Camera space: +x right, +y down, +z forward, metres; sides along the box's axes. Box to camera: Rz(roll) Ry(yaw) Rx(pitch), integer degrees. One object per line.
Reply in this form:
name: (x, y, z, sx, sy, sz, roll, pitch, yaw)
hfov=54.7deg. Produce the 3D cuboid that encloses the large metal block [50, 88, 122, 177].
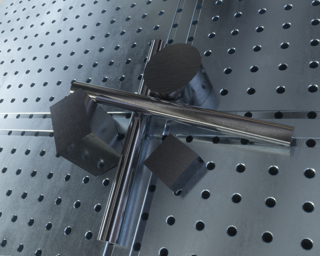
large metal block: (-0.096, 0.007, 0.416, 0.050, 0.080, 0.080, -31, 52, 8)

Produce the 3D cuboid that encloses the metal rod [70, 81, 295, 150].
metal rod: (0.008, -0.023, 0.392, 0.301, 0.025, 0.025, 14, 69, 25)

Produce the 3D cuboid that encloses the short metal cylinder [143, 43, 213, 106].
short metal cylinder: (0.025, -0.067, 0.419, 0.080, 0.050, 0.080, -13, 56, 20)

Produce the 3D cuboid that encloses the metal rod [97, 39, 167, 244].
metal rod: (-0.031, 0.000, 0.423, 0.025, 0.025, 0.300, -1, 61, 27)

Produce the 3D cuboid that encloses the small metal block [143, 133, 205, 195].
small metal block: (0.017, 0.042, 0.373, 0.050, 0.025, 0.050, -48, 52, -6)
